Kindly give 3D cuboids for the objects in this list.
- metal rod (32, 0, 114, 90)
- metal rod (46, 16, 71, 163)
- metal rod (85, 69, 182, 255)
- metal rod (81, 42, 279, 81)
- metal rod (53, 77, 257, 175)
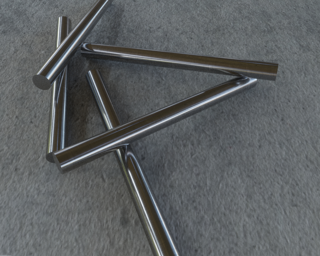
[{"bbox_3d":[-0.130,-0.162,0.516,0.025,0.025,0.300,8,44,6],"label":"metal rod"},{"bbox_3d":[-0.149,-0.078,0.466,0.025,0.025,0.300,-7,50,-6],"label":"metal rod"},{"bbox_3d":[-0.043,0.028,0.378,0.025,0.025,0.300,-17,52,-14],"label":"metal rod"},{"bbox_3d":[0.019,-0.103,0.469,0.301,0.025,0.025,10,51,16],"label":"metal rod"},{"bbox_3d":[0.015,-0.017,0.395,0.302,0.025,0.025,-24,54,-28],"label":"metal rod"}]
